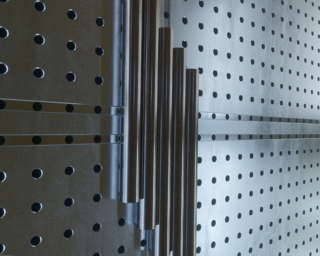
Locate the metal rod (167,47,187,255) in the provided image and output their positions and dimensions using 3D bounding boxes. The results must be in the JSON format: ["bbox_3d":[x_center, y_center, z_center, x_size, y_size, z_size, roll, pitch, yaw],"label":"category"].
[{"bbox_3d":[0.022,0.040,0.429,0.025,0.025,0.298,2,89,-40],"label":"metal rod"}]

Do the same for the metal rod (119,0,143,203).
[{"bbox_3d":[-0.035,-0.060,0.381,0.025,0.025,0.298,1,89,-40],"label":"metal rod"}]

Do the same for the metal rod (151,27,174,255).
[{"bbox_3d":[0.004,0.018,0.413,0.025,0.025,0.298,2,89,-40],"label":"metal rod"}]

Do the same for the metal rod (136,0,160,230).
[{"bbox_3d":[-0.015,-0.023,0.397,0.025,0.025,0.298,2,89,-40],"label":"metal rod"}]

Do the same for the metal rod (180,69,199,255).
[{"bbox_3d":[0.041,0.066,0.445,0.025,0.025,0.298,2,89,-40],"label":"metal rod"}]
